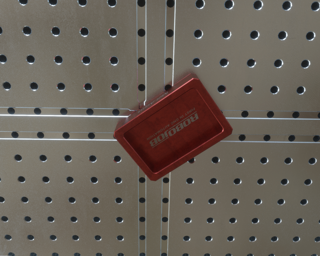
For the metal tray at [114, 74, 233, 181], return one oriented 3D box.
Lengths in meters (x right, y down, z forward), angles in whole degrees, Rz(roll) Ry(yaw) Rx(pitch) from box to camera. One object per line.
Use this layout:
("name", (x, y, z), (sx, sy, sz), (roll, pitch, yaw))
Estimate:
("metal tray", (0.017, 0.001, 0.411), (0.130, 0.030, 0.090), (-34, 107, 11))
